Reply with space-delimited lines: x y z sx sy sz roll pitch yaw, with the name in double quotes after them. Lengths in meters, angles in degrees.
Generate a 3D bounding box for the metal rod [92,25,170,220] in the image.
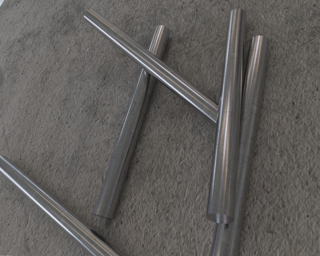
-0.032 -0.024 0.435 0.025 0.025 0.300 1 62 29 "metal rod"

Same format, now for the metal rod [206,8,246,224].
0.082 -0.040 0.360 0.025 0.025 0.300 -5 52 25 "metal rod"

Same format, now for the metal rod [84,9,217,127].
-0.018 -0.096 0.440 0.025 0.025 0.300 -45 61 -3 "metal rod"

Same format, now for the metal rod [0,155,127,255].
-0.149 0.104 0.418 0.300 0.025 0.025 23 74 36 "metal rod"

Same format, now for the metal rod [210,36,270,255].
0.091 0.020 0.343 0.025 0.025 0.300 2 63 29 "metal rod"
